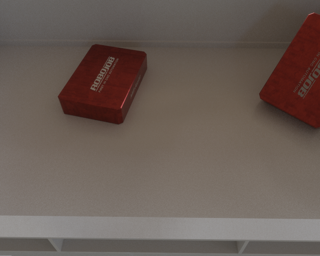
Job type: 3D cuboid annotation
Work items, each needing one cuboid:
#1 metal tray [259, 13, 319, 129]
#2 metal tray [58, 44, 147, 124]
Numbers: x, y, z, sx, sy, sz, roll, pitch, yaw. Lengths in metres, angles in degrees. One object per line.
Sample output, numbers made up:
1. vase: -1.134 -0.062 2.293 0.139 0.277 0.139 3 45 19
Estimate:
1. metal tray: 0.207 -0.075 0.413 0.090 0.030 0.129 35 102 25
2. metal tray: -0.079 -0.070 0.460 0.090 0.030 0.130 11 51 9
